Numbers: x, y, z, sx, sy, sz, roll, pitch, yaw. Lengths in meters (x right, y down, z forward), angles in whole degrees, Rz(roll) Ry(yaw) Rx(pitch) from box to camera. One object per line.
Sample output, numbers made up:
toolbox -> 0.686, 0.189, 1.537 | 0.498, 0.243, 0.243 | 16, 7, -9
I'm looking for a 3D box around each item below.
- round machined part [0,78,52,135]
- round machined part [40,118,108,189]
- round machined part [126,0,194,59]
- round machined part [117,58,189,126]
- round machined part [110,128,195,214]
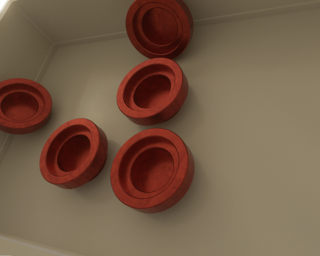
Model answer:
round machined part -> -0.232, -0.032, 0.515 | 0.099, 0.042, 0.098 | 10, 58, -15
round machined part -> -0.114, 0.039, 0.431 | 0.098, 0.042, 0.098 | -13, 56, 21
round machined part -> 0.003, -0.153, 0.459 | 0.098, 0.098, 0.042 | -4, 34, 26
round machined part -> -0.007, -0.045, 0.426 | 0.098, 0.042, 0.098 | -13, 56, 21
round machined part -> -0.006, 0.052, 0.366 | 0.098, 0.042, 0.098 | -13, 56, 21
